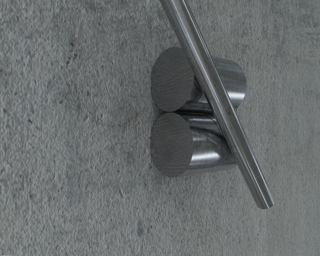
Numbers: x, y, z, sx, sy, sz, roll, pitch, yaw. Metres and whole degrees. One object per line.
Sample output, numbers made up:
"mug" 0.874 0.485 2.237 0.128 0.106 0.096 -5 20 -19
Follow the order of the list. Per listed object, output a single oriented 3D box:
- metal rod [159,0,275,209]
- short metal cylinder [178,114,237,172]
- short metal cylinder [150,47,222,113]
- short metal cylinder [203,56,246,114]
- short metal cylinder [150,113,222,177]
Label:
"metal rod" 0.076 -0.018 0.366 0.025 0.025 0.299 -44 117 -31
"short metal cylinder" 0.070 0.021 0.430 0.050 0.080 0.080 1 90 -40
"short metal cylinder" 0.032 -0.059 0.398 0.050 0.080 0.080 1 90 -40
"short metal cylinder" 0.071 -0.059 0.430 0.050 0.080 0.080 1 90 -40
"short metal cylinder" 0.031 0.021 0.397 0.050 0.080 0.080 1 90 -40
